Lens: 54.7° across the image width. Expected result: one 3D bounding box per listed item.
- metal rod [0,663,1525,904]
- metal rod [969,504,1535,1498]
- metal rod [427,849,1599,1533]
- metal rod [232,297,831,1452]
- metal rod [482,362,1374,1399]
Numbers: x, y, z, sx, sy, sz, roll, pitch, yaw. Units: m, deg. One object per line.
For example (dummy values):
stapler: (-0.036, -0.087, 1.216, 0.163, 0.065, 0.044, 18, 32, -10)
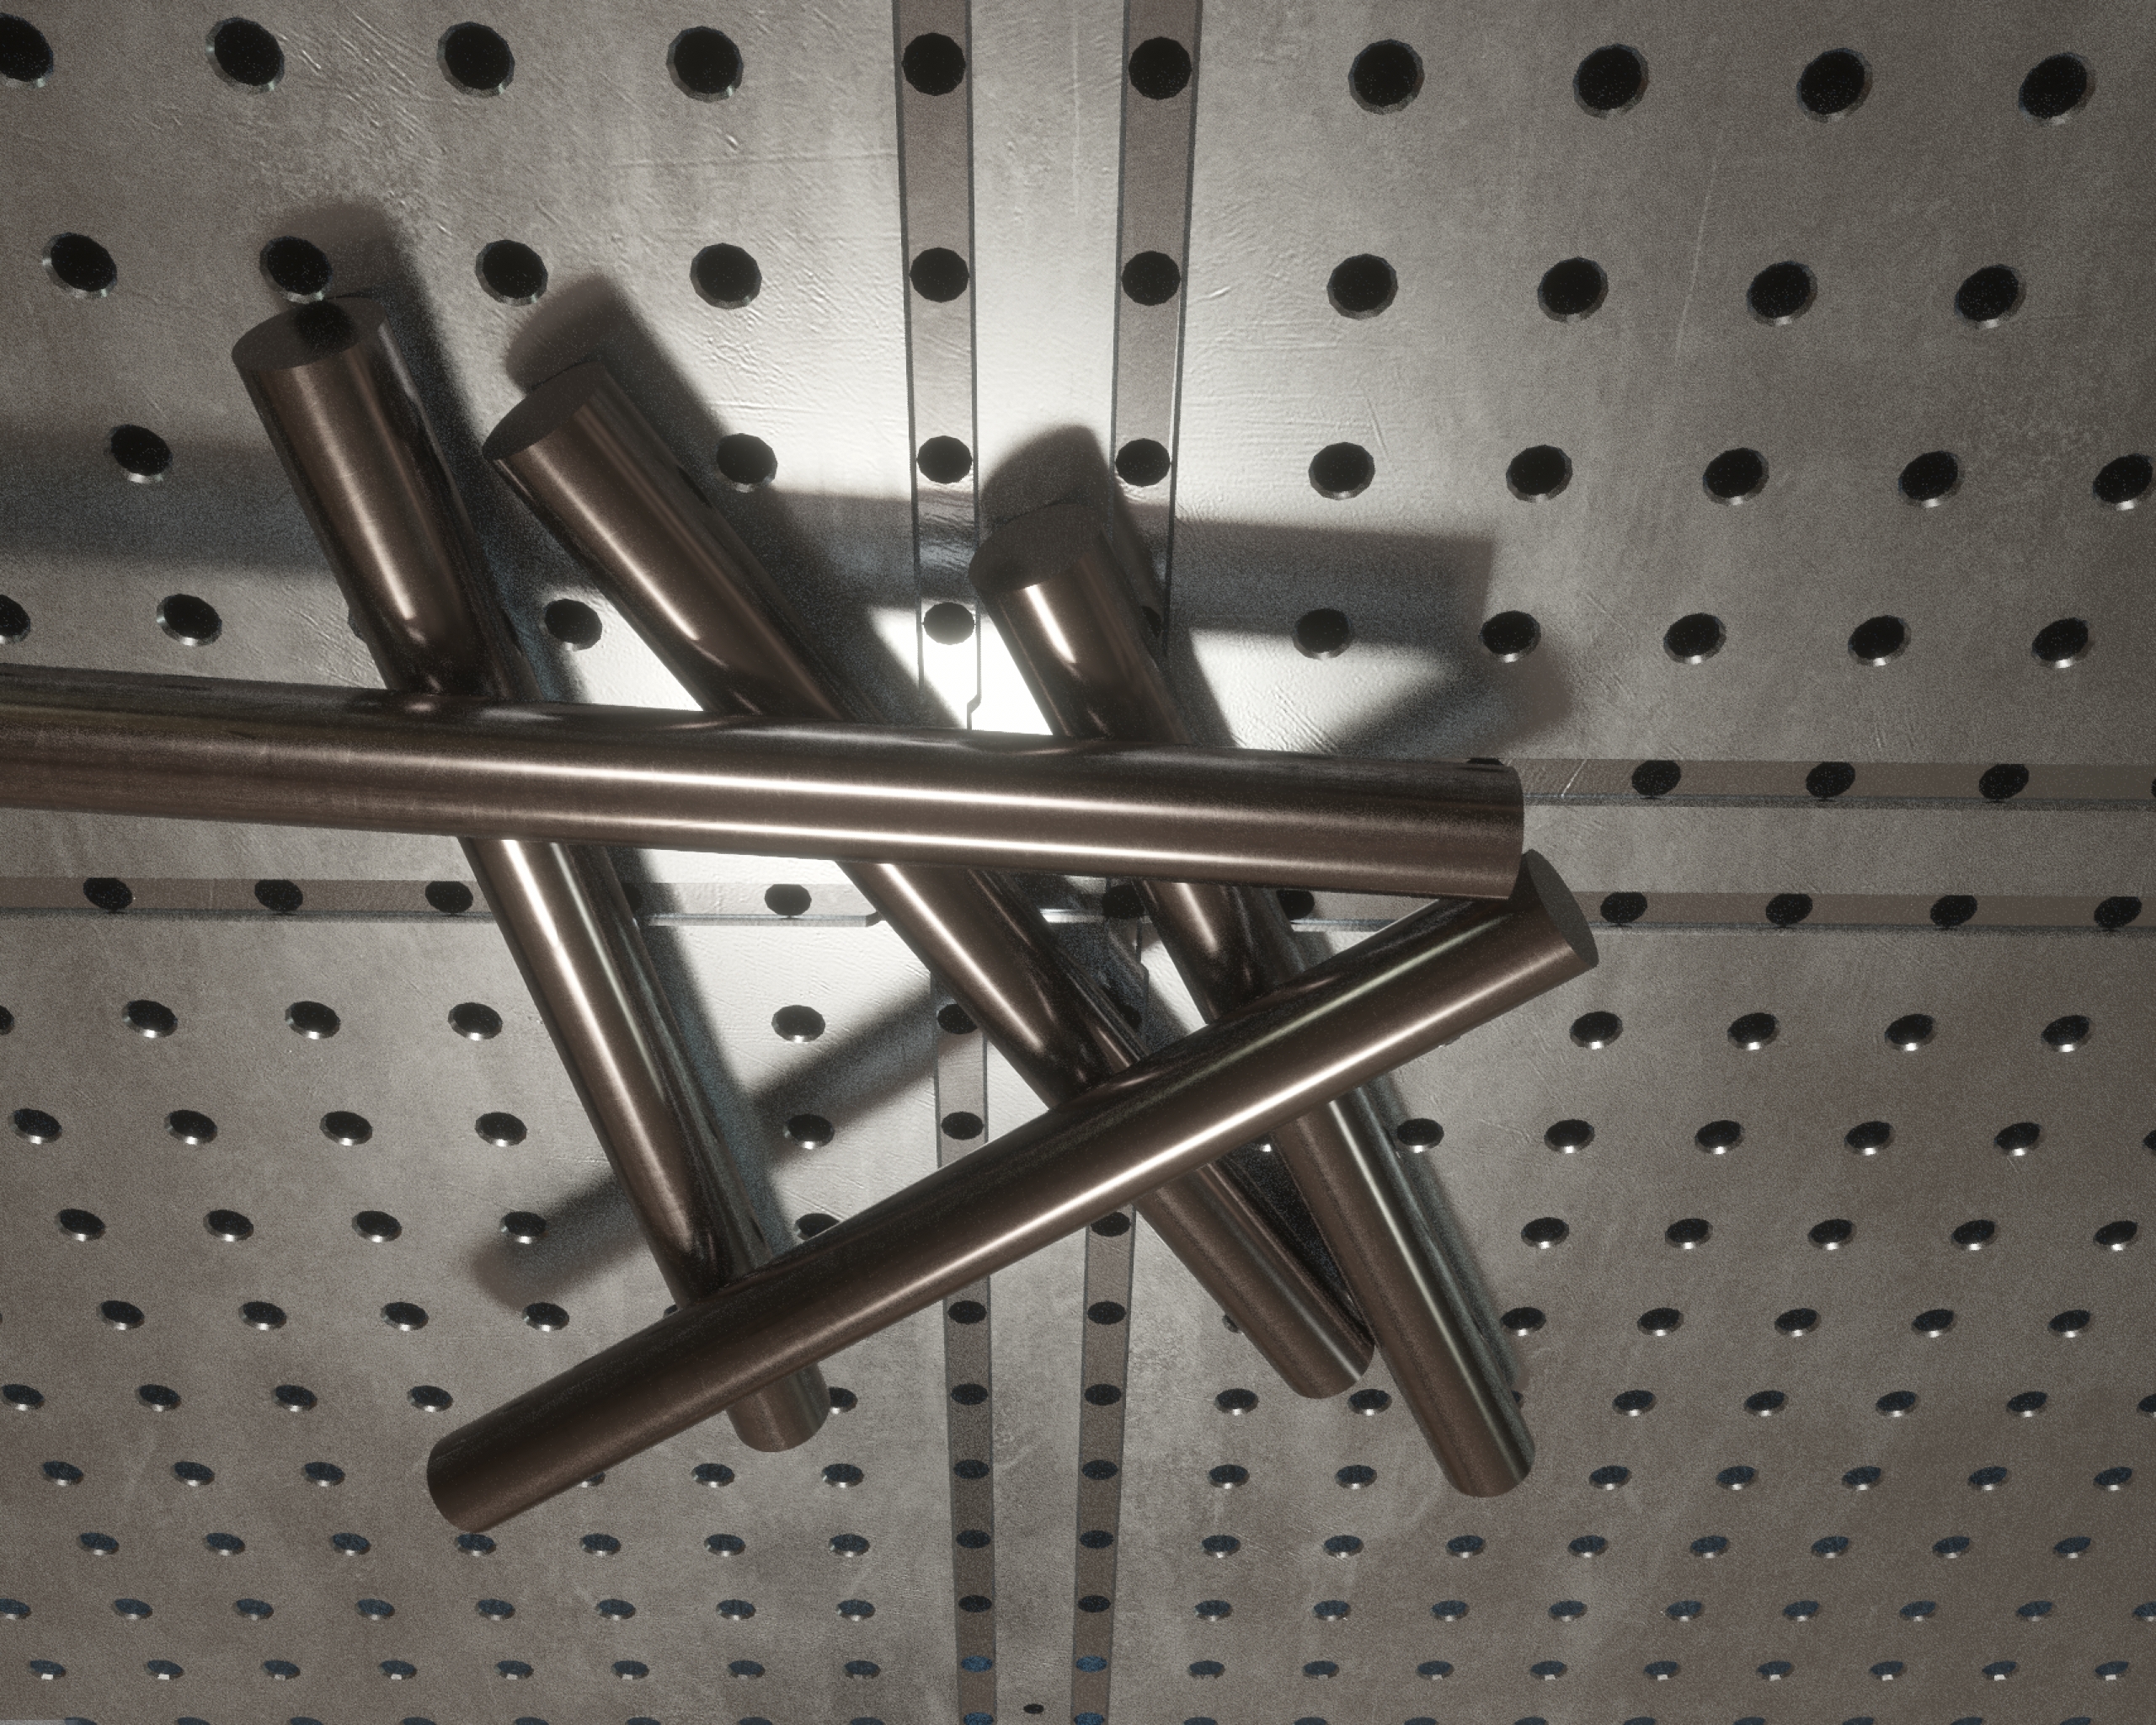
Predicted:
metal rod: (-0.073, -0.015, 0.365, 0.302, 0.025, 0.025, 4, 130, -4)
metal rod: (0.050, 0.050, 0.454, 0.025, 0.025, 0.299, -18, 128, 14)
metal rod: (-0.028, 0.079, 0.445, 0.300, 0.025, 0.025, -31, 124, 23)
metal rod: (-0.099, 0.026, 0.432, 0.025, 0.025, 0.298, -8, 130, 6)
metal rod: (-0.013, 0.023, 0.430, 0.025, 0.025, 0.300, -24, 127, 19)
